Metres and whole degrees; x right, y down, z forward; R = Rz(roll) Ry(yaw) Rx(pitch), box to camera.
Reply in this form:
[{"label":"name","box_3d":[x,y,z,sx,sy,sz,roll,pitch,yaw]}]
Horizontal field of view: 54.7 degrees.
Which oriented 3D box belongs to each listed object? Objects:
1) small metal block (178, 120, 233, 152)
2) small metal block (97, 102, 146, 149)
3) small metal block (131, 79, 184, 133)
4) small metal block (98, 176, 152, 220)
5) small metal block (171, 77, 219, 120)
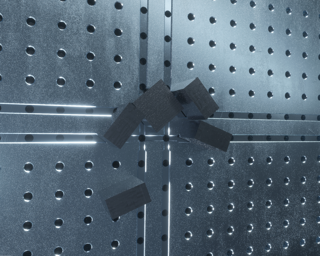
[{"label":"small metal block","box_3d":[0.061,0.011,0.423,0.050,0.050,0.025,23,82,-19]},{"label":"small metal block","box_3d":[-0.049,-0.003,0.382,0.025,0.050,0.050,40,77,-16]},{"label":"small metal block","box_3d":[-0.005,-0.029,0.412,0.050,0.025,0.050,-42,104,-15]},{"label":"small metal block","box_3d":[-0.045,0.084,0.384,0.050,0.050,0.025,-21,98,-19]},{"label":"small metal block","box_3d":[0.045,-0.038,0.417,0.025,0.050,0.050,-41,103,-15]}]
